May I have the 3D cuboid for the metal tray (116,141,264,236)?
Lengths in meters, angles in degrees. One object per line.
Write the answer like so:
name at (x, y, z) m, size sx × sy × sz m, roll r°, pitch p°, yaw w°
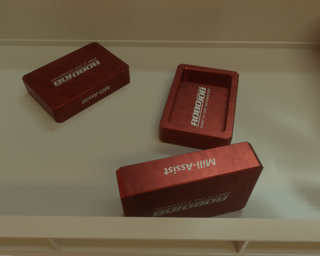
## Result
metal tray at (0.027, 0.063, 0.309) m, size 0.131 × 0.090 × 0.030 m, roll -11°, pitch 51°, yaw -9°

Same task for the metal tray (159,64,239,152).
metal tray at (0.057, -0.032, 0.428) m, size 0.090 × 0.030 × 0.130 m, roll 10°, pitch 51°, yaw 8°

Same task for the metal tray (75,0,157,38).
metal tray at (-0.082, -0.224, 0.592) m, size 0.130 × 0.030 × 0.090 m, roll 22°, pitch 53°, yaw 17°

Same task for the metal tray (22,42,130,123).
metal tray at (-0.121, -0.073, 0.462) m, size 0.131 × 0.030 × 0.090 m, roll -36°, pitch 59°, yaw -26°
